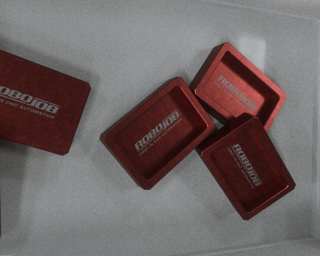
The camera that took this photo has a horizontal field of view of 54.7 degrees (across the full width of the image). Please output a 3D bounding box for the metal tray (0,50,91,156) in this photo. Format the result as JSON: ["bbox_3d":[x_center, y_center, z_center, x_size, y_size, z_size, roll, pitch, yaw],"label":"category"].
[{"bbox_3d":[-0.156,-0.030,0.351,0.131,0.030,0.090,20,83,-19],"label":"metal tray"}]

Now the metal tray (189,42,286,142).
[{"bbox_3d":[0.113,-0.049,0.450,0.130,0.030,0.090,36,78,-17],"label":"metal tray"}]

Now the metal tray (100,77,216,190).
[{"bbox_3d":[-0.001,0.006,0.408,0.130,0.030,0.090,-41,103,-16],"label":"metal tray"}]

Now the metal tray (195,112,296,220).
[{"bbox_3d":[0.121,0.055,0.434,0.090,0.030,0.130,-35,108,0],"label":"metal tray"}]
